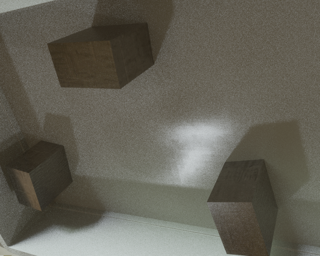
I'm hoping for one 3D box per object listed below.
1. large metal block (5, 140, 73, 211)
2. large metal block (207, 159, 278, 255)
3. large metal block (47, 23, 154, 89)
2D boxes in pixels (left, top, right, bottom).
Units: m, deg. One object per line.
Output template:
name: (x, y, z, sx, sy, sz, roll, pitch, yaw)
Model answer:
large metal block: (-0.202, 0.079, 0.529, 0.050, 0.080, 0.079, 11, 123, 23)
large metal block: (0.104, 0.095, 0.377, 0.050, 0.080, 0.080, -9, 114, 32)
large metal block: (-0.064, -0.084, 0.355, 0.080, 0.080, 0.050, 5, 121, 26)
